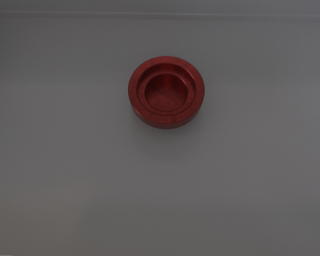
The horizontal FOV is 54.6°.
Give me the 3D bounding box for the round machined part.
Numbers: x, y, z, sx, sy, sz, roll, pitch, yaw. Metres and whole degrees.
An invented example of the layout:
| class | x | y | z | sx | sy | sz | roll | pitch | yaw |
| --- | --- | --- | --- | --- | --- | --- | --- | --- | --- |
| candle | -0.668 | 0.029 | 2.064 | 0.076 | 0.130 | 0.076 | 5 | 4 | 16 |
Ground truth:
| class | x | y | z | sx | sy | sz | roll | pitch | yaw |
| --- | --- | --- | --- | --- | --- | --- | --- | --- | --- |
| round machined part | 0.008 | -0.044 | 0.417 | 0.099 | 0.042 | 0.098 | 0 | 70 | 0 |
